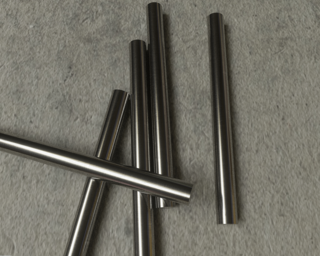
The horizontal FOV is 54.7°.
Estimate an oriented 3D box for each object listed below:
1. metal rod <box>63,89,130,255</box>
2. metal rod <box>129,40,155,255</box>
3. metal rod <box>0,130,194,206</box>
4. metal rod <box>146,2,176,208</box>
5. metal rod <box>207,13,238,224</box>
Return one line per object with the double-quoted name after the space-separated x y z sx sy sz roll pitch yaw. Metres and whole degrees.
-0.085 0.090 0.373 0.025 0.025 0.299 12 70 4 "metal rod"
-0.025 0.019 0.400 0.025 0.025 0.299 -3 70 -1 "metal rod"
-0.109 0.038 0.370 0.301 0.025 0.025 13 70 13 "metal rod"
-0.001 -0.044 0.424 0.025 0.025 0.299 -3 70 -1 "metal rod"
0.082 -0.026 0.418 0.025 0.025 0.299 1 70 0 "metal rod"
